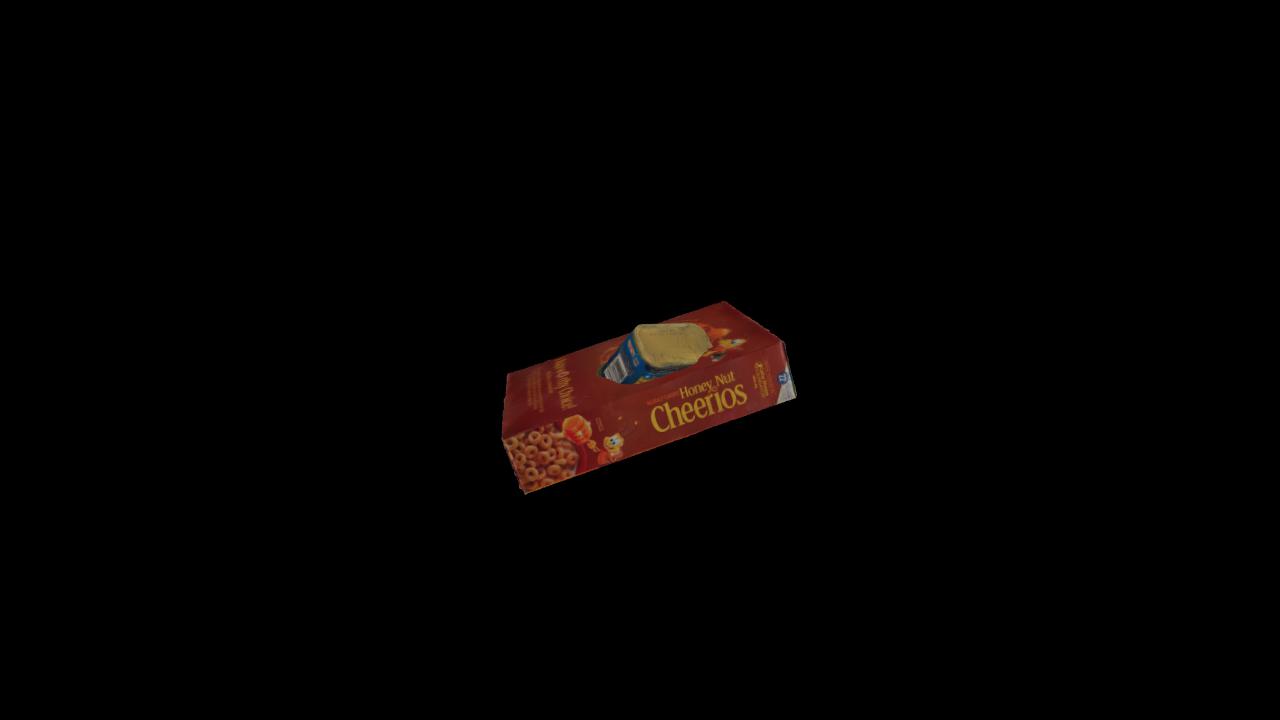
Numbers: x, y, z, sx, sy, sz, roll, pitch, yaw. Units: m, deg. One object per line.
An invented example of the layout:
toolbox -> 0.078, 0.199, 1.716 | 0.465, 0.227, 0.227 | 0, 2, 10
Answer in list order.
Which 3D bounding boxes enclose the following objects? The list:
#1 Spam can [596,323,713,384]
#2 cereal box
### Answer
Spam can -> 0.018, 0.005, 0.659 | 0.101, 0.058, 0.085 | -5, -29, -36
cereal box -> -0.001, 0.030, 0.712 | 0.306, 0.081, 0.203 | -18, 20, -5
